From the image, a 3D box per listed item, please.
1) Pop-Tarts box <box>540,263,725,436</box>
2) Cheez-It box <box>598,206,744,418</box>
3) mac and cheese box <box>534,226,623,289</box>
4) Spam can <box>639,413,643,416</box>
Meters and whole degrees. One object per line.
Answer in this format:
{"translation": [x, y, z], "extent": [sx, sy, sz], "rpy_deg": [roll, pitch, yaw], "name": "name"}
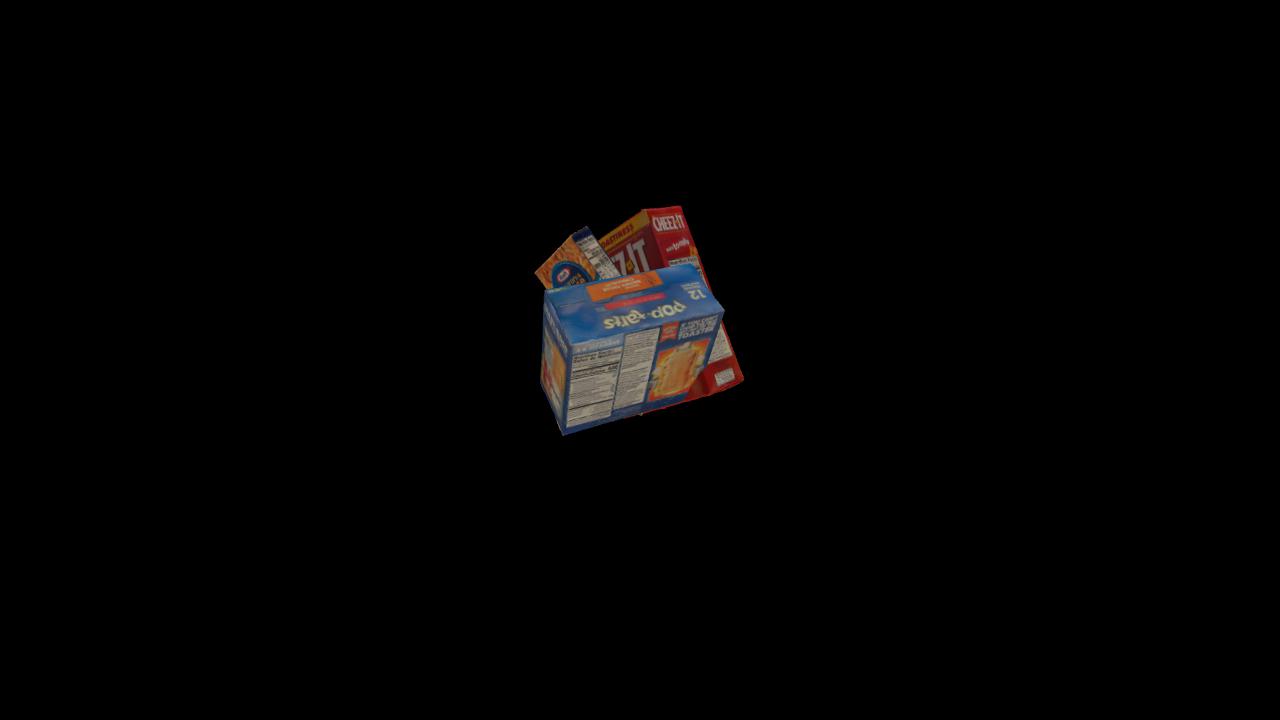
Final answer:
{"translation": [-0.014, -0.012, 0.651], "extent": [0.167, 0.083, 0.141], "rpy_deg": [-15, -38, -23], "name": "Pop-Tarts box"}
{"translation": [0.013, -0.053, 0.753], "extent": [0.071, 0.223, 0.166], "rpy_deg": [-17, -2, -42], "name": "Cheez-It box"}
{"translation": [-0.042, -0.058, 0.740], "extent": [0.041, 0.184, 0.093], "rpy_deg": [-39, 4, -42], "name": "mac and cheese box"}
{"translation": [-0.044, 0.030, 0.764], "extent": [0.085, 0.058, 0.101], "rpy_deg": [-11, 36, 4], "name": "Spam can"}
